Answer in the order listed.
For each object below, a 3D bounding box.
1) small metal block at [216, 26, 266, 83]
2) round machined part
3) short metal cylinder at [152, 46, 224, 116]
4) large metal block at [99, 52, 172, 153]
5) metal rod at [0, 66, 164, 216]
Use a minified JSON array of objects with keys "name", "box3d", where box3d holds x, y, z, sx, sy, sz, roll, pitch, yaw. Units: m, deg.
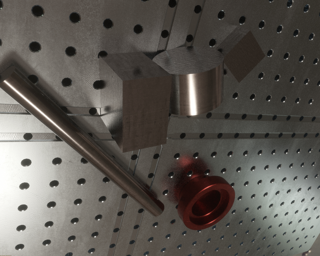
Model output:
[{"name":"small metal block","box3d":[0.104,-0.097,0.410,0.050,0.025,0.050,-47,130,4]},{"name":"round machined part","box3d":[0.072,0.119,0.515,0.099,0.042,0.097,-14,125,-21]},{"name":"short metal cylinder","box3d":[0.033,-0.057,0.360,0.081,0.080,0.050,-19,126,-18]},{"name":"large metal block","box3d":[-0.030,-0.032,0.341,0.050,0.080,0.079,-10,123,-23]},{"name":"metal rod","box3d":[-0.077,0.039,0.394,0.025,0.025,0.300,-40,130,-1]}]
